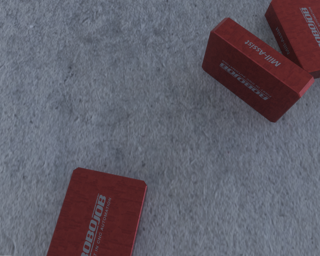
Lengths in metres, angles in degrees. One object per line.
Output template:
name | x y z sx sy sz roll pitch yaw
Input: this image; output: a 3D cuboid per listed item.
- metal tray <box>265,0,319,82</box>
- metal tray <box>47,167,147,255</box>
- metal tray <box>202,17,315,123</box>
metal tray | 0.224 -0.139 0.459 0.091 0.030 0.130 -14 71 -6
metal tray | -0.072 0.119 0.361 0.090 0.030 0.130 11 70 3
metal tray | 0.118 -0.071 0.401 0.130 0.090 0.030 41 75 13
